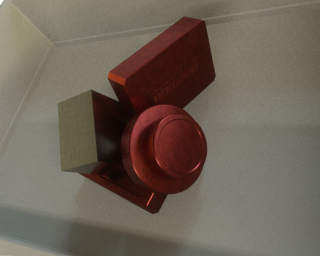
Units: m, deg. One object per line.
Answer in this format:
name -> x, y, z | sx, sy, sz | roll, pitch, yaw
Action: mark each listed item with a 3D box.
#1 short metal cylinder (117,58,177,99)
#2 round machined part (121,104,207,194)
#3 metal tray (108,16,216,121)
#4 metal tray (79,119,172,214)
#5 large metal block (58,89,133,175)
short metal cylinder -> -0.014, -0.067, 0.416 | 0.080, 0.050, 0.080 | -24, 28, 14
round machined part -> 0.011, 0.021, 0.332 | 0.042, 0.098, 0.098 | -17, 49, 56
metal tray -> 0.009, -0.062, 0.374 | 0.131, 0.090, 0.030 | -42, 46, -21
metal tray -> -0.039, 0.040, 0.394 | 0.130, 0.030, 0.090 | 19, 71, 35
large metal block -> -0.071, 0.010, 0.368 | 0.050, 0.080, 0.080 | -17, 71, 25
